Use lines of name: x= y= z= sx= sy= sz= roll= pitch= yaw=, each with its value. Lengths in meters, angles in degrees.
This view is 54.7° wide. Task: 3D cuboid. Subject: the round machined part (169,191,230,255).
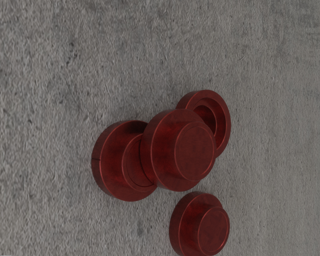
round machined part: x=0.064 y=0.144 z=0.447 sx=0.099 sy=0.042 sz=0.097 roll=0 pitch=90 yaw=-40

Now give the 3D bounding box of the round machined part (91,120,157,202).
round machined part: x=-0.028 y=0.039 z=0.370 sx=0.099 sy=0.042 sz=0.097 roll=0 pitch=90 yaw=-40

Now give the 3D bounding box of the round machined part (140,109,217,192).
round machined part: x=0.029 y=0.026 z=0.363 sx=0.099 sy=0.042 sz=0.097 roll=0 pitch=90 yaw=-40

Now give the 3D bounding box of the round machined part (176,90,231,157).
round machined part: x=0.053 y=-0.004 z=0.438 sx=0.099 sy=0.042 sz=0.097 roll=0 pitch=90 yaw=-40
